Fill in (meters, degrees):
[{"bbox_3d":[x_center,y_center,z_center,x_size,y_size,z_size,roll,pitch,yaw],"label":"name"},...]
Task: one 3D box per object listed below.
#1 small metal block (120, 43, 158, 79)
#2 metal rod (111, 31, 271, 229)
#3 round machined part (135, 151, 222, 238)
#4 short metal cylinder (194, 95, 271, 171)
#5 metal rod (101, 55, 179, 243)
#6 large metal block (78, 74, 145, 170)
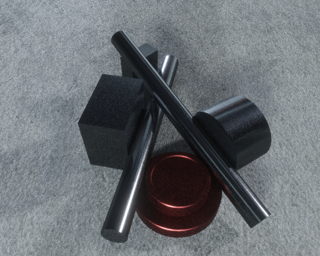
[{"bbox_3d":[-0.030,-0.091,0.464,0.025,0.050,0.050,38,59,27],"label":"small metal block"},{"bbox_3d":[0.022,-0.016,0.374,0.025,0.025,0.300,-26,64,-20],"label":"metal rod"},{"bbox_3d":[0.019,0.065,0.340,0.099,0.042,0.098,0,50,0],"label":"round machined part"},{"bbox_3d":[0.082,0.008,0.364,0.050,0.080,0.080,-26,55,-20],"label":"short metal cylinder"},{"bbox_3d":[-0.012,-0.003,0.388,0.025,0.025,0.300,9,44,7],"label":"metal rod"},{"bbox_3d":[-0.053,-0.006,0.373,0.050,0.080,0.080,9,51,7],"label":"large metal block"}]
